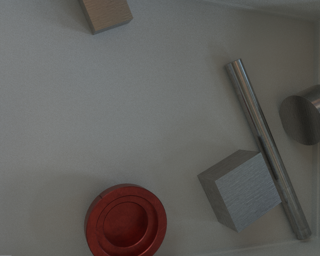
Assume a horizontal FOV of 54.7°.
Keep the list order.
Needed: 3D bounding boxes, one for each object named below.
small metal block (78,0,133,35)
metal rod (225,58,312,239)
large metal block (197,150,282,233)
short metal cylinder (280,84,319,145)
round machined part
[{"bbox_3d":[-0.068,-0.149,0.383,0.050,0.025,0.050,-25,102,-16],"label":"small metal block"},{"bbox_3d":[0.169,0.037,0.474,0.025,0.025,0.299,-28,100,-18],"label":"metal rod"},{"bbox_3d":[0.112,0.086,0.441,0.081,0.050,0.080,-28,100,-18],"label":"large metal block"},{"bbox_3d":[0.231,-0.020,0.469,0.050,0.080,0.080,-23,98,-19],"label":"short metal cylinder"},{"bbox_3d":[-0.045,0.118,0.386,0.099,0.042,0.097,0,90,-21],"label":"round machined part"}]
